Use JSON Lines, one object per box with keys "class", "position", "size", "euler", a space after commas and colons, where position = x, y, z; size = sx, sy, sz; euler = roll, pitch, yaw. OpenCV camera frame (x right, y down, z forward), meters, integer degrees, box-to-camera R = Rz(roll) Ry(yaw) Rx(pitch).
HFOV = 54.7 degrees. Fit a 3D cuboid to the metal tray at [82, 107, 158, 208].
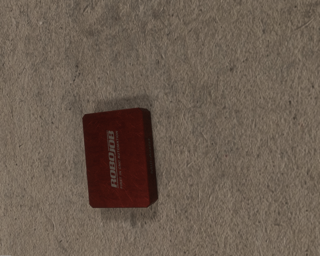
{"class": "metal tray", "position": [-0.055, 0.041, 0.425], "size": [0.090, 0.030, 0.129], "euler": [-6, 88, 19]}
